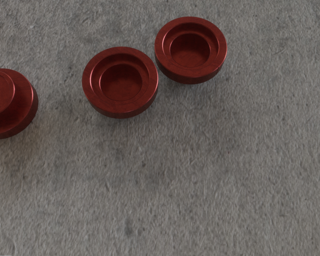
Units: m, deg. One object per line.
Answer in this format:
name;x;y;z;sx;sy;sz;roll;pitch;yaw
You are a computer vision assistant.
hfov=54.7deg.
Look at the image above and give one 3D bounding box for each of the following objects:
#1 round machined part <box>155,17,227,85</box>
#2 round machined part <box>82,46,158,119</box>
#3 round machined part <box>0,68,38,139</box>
round machined part;0.042;-0.104;0.438;0.099;0.042;0.098;0;70;-1
round machined part;-0.052;-0.057;0.419;0.099;0.042;0.098;0;70;-1
round machined part;-0.219;-0.037;0.410;0.099;0.042;0.098;0;70;-1
